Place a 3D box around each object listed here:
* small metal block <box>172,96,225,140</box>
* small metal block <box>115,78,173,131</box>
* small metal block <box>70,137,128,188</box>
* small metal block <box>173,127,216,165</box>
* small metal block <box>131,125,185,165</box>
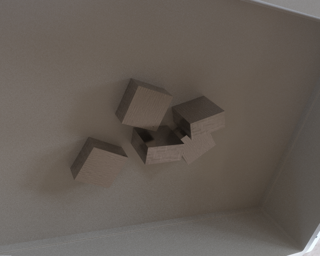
[{"bbox_3d":[0.051,-0.015,0.411,0.050,0.050,0.025,-20,126,-17],"label":"small metal block"},{"bbox_3d":[-0.020,-0.028,0.381,0.050,0.025,0.050,14,111,-34],"label":"small metal block"},{"bbox_3d":[-0.077,0.045,0.394,0.050,0.025,0.050,23,106,-37],"label":"small metal block"},{"bbox_3d":[0.046,0.017,0.444,0.050,0.025,0.050,-36,129,-5],"label":"small metal block"},{"bbox_3d":[-0.004,0.021,0.403,0.050,0.050,0.025,-4,120,-26],"label":"small metal block"}]
